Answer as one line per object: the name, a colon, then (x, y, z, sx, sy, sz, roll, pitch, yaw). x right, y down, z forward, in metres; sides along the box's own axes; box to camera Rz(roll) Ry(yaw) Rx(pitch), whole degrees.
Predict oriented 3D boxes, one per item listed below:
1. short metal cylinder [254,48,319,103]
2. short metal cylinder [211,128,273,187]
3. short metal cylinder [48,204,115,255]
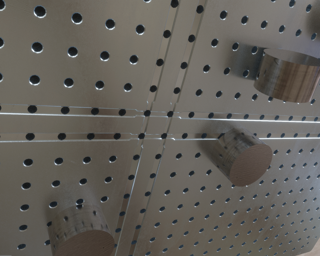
short metal cylinder: (0.176, -0.074, 0.426, 0.081, 0.080, 0.050, -5, 121, -26)
short metal cylinder: (0.130, 0.046, 0.495, 0.081, 0.050, 0.079, -14, 124, -21)
short metal cylinder: (-0.109, 0.154, 0.430, 0.081, 0.050, 0.079, -14, 124, -21)
